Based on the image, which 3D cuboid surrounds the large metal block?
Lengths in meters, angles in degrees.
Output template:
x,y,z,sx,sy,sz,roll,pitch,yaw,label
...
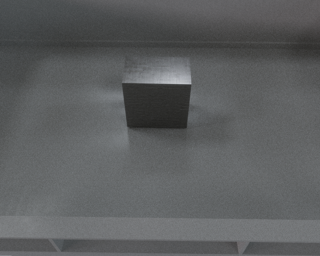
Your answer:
x,y,z,sx,sy,sz,roll,pitch,yaw,label
-0.003,-0.045,0.405,0.080,0.080,0.050,1,50,0,large metal block
